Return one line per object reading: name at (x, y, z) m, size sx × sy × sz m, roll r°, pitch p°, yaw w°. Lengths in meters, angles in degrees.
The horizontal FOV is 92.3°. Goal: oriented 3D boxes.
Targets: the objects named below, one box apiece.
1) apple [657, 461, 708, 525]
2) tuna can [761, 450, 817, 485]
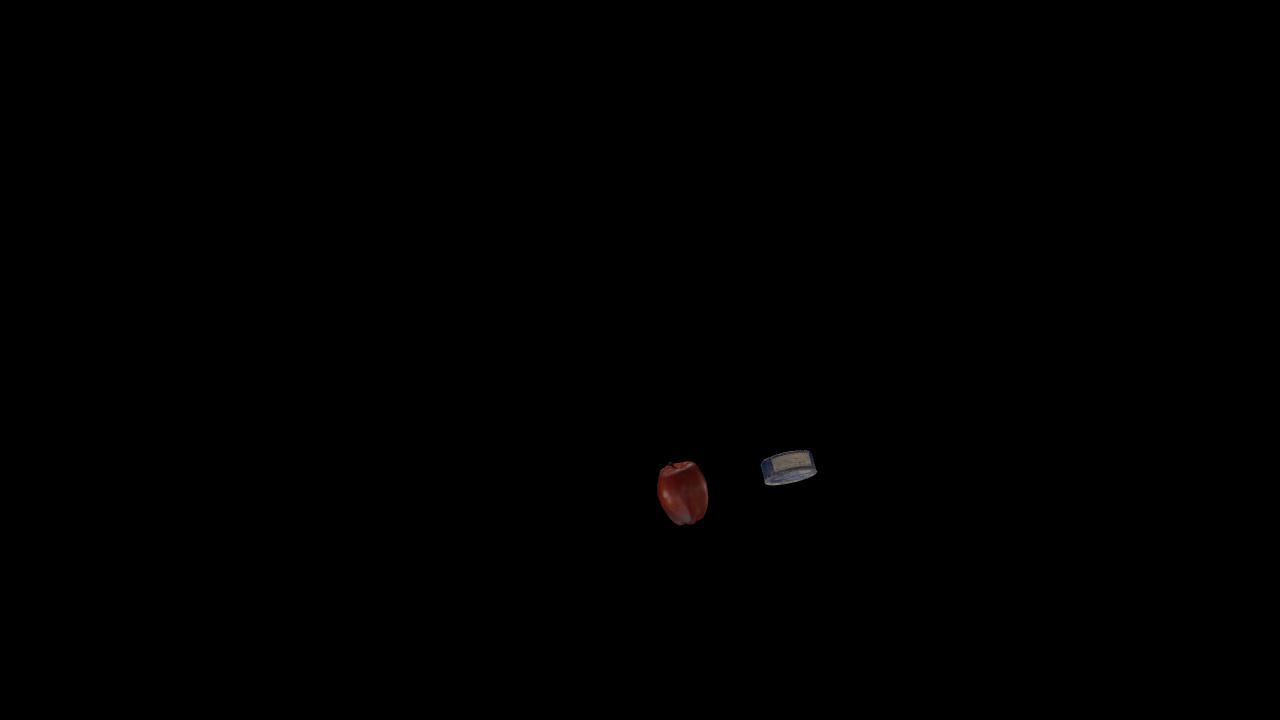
apple at (0.062, 0.194, 0.909) m, size 0.079 × 0.093 × 0.079 m, roll -18°, pitch -2°, yaw -1°
tuna can at (0.236, 0.172, 0.981) m, size 0.084 × 0.034 × 0.084 m, roll -8°, pitch -25°, yaw -4°
